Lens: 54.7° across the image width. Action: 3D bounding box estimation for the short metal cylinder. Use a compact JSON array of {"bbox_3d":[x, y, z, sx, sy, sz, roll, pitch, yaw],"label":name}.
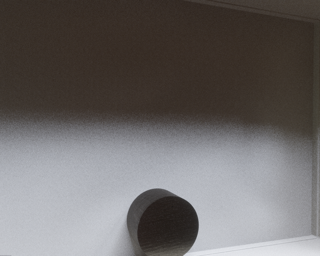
[{"bbox_3d":[0.003,0.123,0.400,0.081,0.050,0.079,0,90,-21],"label":"short metal cylinder"}]
